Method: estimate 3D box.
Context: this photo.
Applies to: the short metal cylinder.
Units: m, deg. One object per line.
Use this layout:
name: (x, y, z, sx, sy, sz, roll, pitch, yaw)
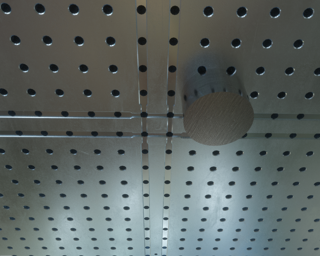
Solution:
short metal cylinder: (0.067, -0.024, 0.375, 0.080, 0.050, 0.080, 0, 130, 0)
